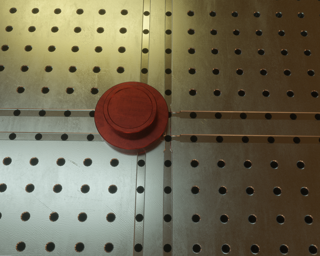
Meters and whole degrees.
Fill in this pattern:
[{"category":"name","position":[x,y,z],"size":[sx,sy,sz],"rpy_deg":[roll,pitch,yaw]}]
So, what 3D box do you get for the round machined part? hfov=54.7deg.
[{"category":"round machined part","position":[-0.038,-0.019,0.409],"size":[0.099,0.042,0.098],"rpy_deg":[0,70,-1]}]
